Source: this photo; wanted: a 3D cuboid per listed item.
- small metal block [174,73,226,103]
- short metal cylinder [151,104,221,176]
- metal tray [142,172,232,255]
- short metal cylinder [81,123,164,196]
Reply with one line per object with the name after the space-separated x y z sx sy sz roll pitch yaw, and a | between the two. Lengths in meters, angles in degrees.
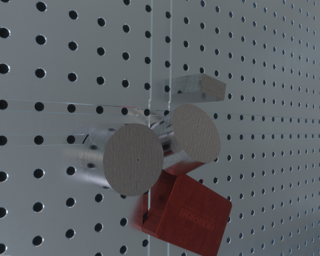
0.057 -0.056 0.440 0.050 0.050 0.025 15 81 -39 | small metal block
0.032 0.016 0.400 0.080 0.050 0.080 21 53 -30 | short metal cylinder
0.045 0.126 0.443 0.130 0.030 0.090 35 69 -35 | metal tray
-0.043 0.034 0.357 0.081 0.050 0.080 0 90 -40 | short metal cylinder
